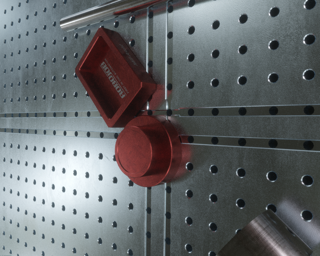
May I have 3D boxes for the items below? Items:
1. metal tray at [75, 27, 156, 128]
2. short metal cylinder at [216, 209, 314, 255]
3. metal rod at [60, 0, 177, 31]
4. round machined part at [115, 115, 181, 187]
[{"bbox_3d":[-0.071,-0.075,0.464,0.090,0.030,0.130,-50,61,28],"label":"metal tray"},{"bbox_3d":[0.096,0.124,0.295,0.050,0.081,0.080,47,118,30],"label":"short metal cylinder"},{"bbox_3d":[-0.050,-0.178,0.450,0.300,0.025,0.025,2,91,40],"label":"metal rod"},{"bbox_3d":[-0.023,0.031,0.417,0.098,0.042,0.097,0,90,40],"label":"round machined part"}]
